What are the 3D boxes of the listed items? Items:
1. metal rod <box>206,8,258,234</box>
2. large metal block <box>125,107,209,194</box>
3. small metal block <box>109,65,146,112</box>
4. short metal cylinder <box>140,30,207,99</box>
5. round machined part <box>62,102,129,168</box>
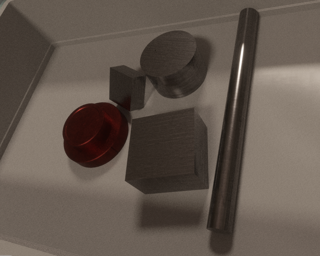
[{"bbox_3d":[0.092,-0.028,0.373,0.025,0.025,0.300,0,61,28],"label":"metal rod"},{"bbox_3d":[0.011,0.029,0.365,0.080,0.050,0.080,-10,57,22],"label":"large metal block"},{"bbox_3d":[-0.048,-0.058,0.446,0.025,0.050,0.050,-20,38,-40],"label":"small metal block"},{"bbox_3d":[0.019,-0.088,0.431,0.080,0.050,0.080,-12,56,19],"label":"short metal cylinder"},{"bbox_3d":[-0.098,0.004,0.442,0.098,0.042,0.098,-13,56,20],"label":"round machined part"}]
